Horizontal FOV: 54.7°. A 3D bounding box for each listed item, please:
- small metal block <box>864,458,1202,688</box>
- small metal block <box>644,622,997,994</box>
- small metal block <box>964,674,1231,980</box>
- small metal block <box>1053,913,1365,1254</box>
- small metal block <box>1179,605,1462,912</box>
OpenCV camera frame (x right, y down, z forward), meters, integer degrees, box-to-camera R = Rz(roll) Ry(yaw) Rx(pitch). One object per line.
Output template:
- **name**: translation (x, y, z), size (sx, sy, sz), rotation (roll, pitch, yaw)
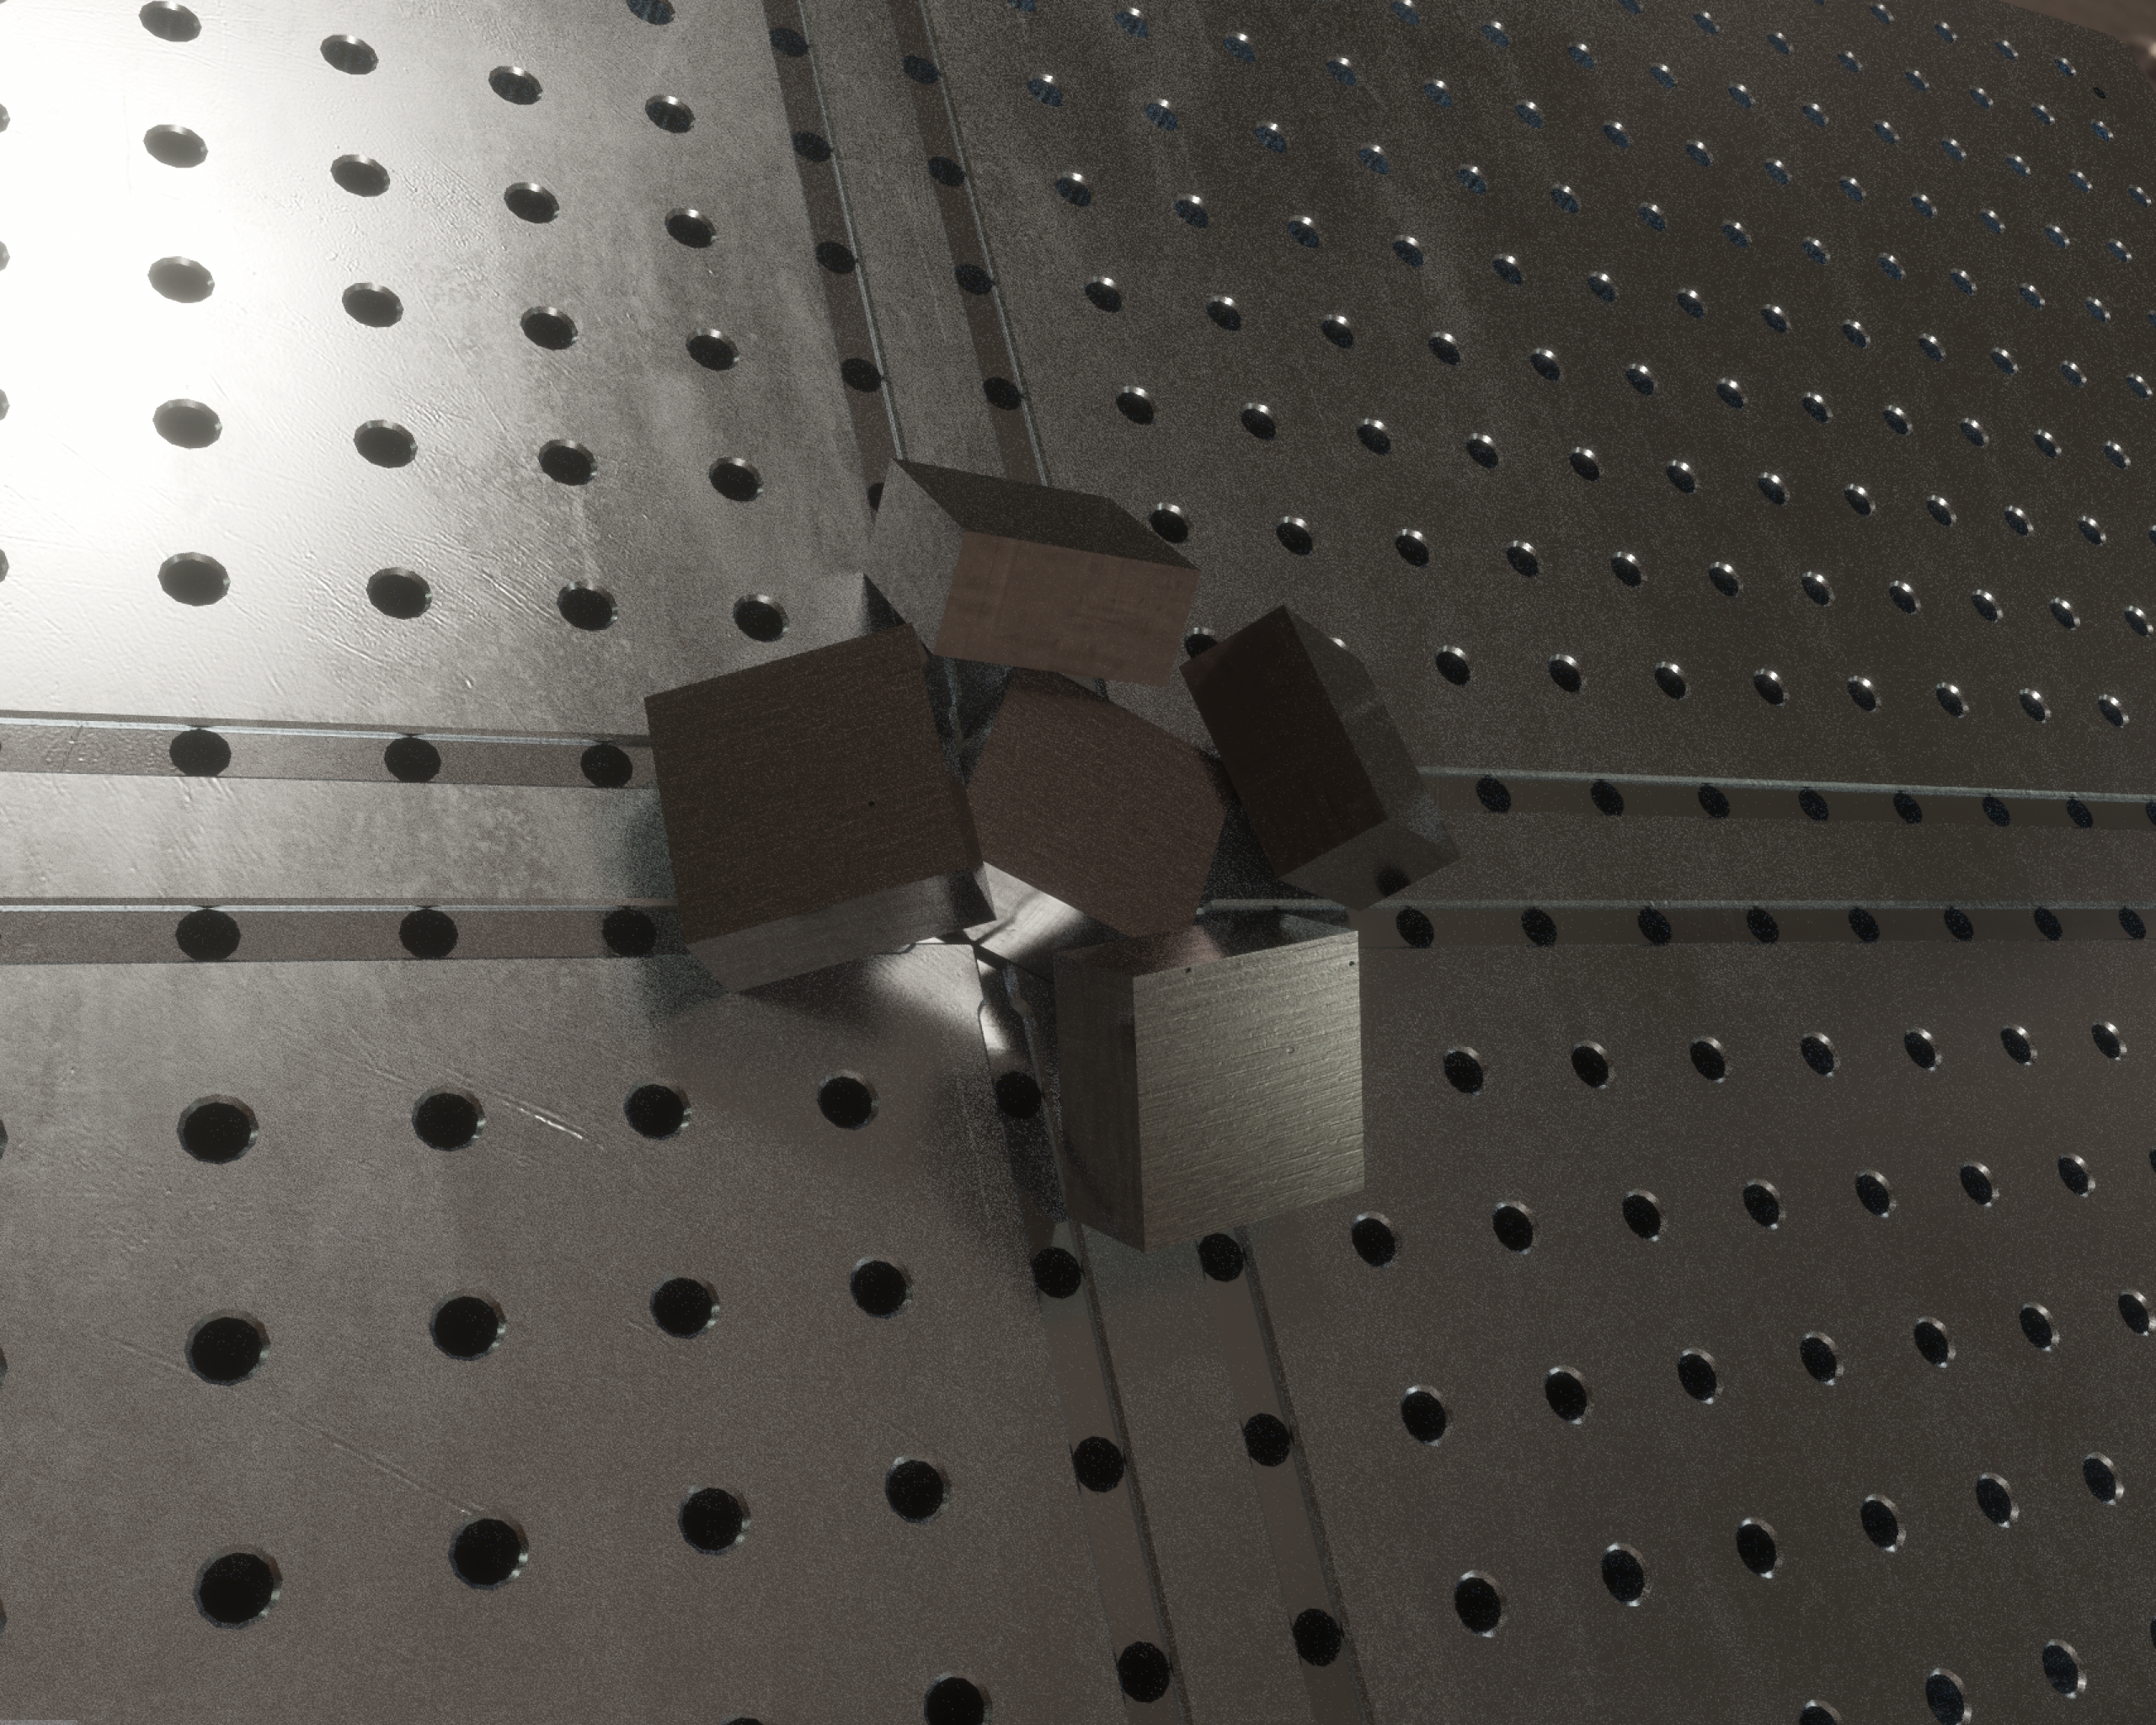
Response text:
- **small metal block**: translation (-0.010, -0.059, 0.424), size (0.050, 0.025, 0.050), rotation (6, 23, -25)
- **small metal block**: translation (-0.046, -0.010, 0.375), size (0.050, 0.025, 0.050), rotation (-16, 65, 2)
- **small metal block**: translation (-0.001, -0.005, 0.412), size (0.050, 0.025, 0.050), rotation (28, 52, -11)
- **small metal block**: translation (0.025, 0.039, 0.383), size (0.050, 0.025, 0.050), rotation (-10, 102, -33)
- **small metal block**: translation (0.051, -0.020, 0.435), size (0.050, 0.025, 0.050), rotation (19, 44, -62)
